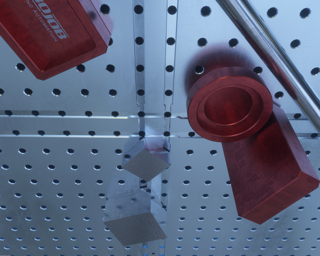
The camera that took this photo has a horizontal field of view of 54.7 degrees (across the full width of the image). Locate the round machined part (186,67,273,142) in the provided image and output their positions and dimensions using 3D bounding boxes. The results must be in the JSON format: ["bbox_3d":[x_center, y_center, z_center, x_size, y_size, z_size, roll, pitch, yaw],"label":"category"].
[{"bbox_3d":[0.081,-0.032,0.375,0.099,0.042,0.097,-1,130,0],"label":"round machined part"}]

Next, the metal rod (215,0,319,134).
[{"bbox_3d":[0.141,-0.069,0.355,0.025,0.025,0.301,-35,122,26],"label":"metal rod"}]

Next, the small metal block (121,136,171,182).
[{"bbox_3d":[-0.020,0.047,0.451,0.050,0.025,0.050,34,122,-26],"label":"small metal block"}]

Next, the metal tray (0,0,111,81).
[{"bbox_3d":[-0.120,-0.119,0.305,0.090,0.030,0.130,-20,128,15],"label":"metal tray"}]

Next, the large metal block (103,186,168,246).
[{"bbox_3d":[-0.039,0.150,0.523,0.080,0.050,0.080,-15,129,12],"label":"large metal block"}]

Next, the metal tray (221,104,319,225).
[{"bbox_3d":[0.125,0.038,0.377,0.030,0.130,0.090,27,125,-21],"label":"metal tray"}]
